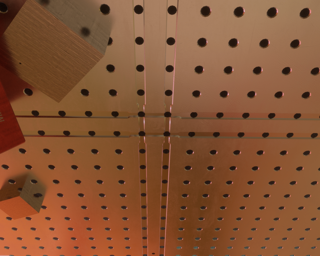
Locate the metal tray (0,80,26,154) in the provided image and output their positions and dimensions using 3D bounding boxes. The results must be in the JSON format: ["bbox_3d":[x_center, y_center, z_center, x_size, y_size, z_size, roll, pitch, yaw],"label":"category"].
[{"bbox_3d":[-0.193,-0.045,0.328,0.030,0.090,0.129,-30,138,-29],"label":"metal tray"}]

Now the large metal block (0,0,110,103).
[{"bbox_3d":[-0.111,-0.086,0.320,0.080,0.050,0.080,37,121,-27],"label":"large metal block"}]

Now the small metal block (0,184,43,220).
[{"bbox_3d":[-0.233,0.123,0.513,0.050,0.025,0.050,-17,128,14],"label":"small metal block"}]
